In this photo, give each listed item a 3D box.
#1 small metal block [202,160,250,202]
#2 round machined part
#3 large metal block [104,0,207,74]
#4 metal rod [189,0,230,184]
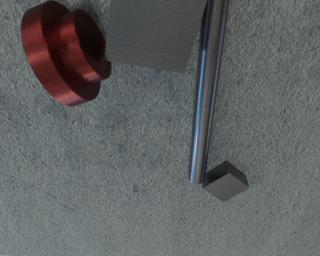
[{"bbox_3d":[0.101,0.083,0.480,0.050,0.025,0.050,37,121,-27],"label":"small metal block"},{"bbox_3d":[-0.080,-0.073,0.296,0.042,0.098,0.098,-17,128,14],"label":"round machined part"},{"bbox_3d":[-0.007,-0.106,0.299,0.081,0.050,0.079,7,130,-10],"label":"large metal block"},{"bbox_3d":[0.056,-0.037,0.376,0.025,0.025,0.298,0,130,0],"label":"metal rod"}]
